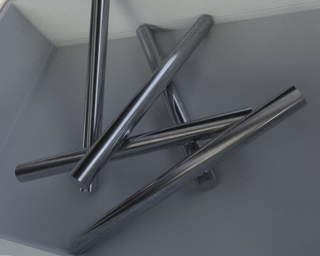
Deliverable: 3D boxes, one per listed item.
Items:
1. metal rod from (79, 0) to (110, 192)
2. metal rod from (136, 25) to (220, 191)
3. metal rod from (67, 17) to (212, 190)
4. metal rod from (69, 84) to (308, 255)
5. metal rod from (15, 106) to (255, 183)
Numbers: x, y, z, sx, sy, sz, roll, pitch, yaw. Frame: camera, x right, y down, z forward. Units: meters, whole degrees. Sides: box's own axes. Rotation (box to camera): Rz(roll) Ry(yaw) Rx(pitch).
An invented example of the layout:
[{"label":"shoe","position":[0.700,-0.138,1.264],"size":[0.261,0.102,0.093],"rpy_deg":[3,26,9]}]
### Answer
[{"label":"metal rod","position":[-0.088,-0.066,0.423],"size":[0.025,0.025,0.298],"rpy_deg":[-1,83,28]},{"label":"metal rod","position":[0.013,-0.050,0.429],"size":[0.025,0.025,0.299],"rpy_deg":[-28,52,11]},{"label":"metal rod","position":[-0.009,-0.050,0.394],"size":[0.025,0.025,0.301],"rpy_deg":[14,54,34]},{"label":"metal rod","position":[0.017,0.055,0.334],"size":[0.300,0.025,0.025],"rpy_deg":[-37,51,15]},{"label":"metal rod","position":[-0.041,0.024,0.371],"size":[0.301,0.025,0.025],"rpy_deg":[-14,56,14]}]
